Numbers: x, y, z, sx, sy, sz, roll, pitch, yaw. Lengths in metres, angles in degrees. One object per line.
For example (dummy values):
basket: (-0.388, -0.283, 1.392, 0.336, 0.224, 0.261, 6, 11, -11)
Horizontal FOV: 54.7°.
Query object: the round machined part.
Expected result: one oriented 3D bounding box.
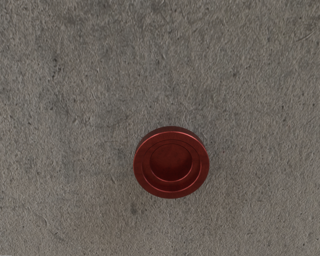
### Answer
round machined part: (0.014, 0.042, 0.418, 0.099, 0.042, 0.097, 0, 110, -1)
